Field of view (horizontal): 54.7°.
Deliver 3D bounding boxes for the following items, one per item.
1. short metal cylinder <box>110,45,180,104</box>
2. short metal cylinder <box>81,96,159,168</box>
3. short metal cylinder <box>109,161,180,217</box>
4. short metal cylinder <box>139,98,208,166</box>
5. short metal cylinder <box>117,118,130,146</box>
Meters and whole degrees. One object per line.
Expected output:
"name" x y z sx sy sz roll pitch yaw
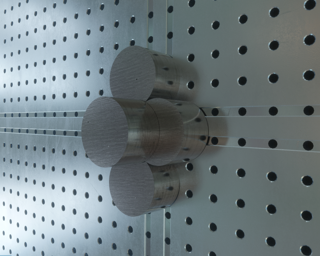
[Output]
"short metal cylinder" -0.021 -0.064 0.410 0.080 0.050 0.079 0 90 39
"short metal cylinder" -0.048 0.004 0.366 0.080 0.050 0.079 0 90 40
"short metal cylinder" -0.022 0.072 0.410 0.080 0.050 0.080 -2 87 39
"short metal cylinder" 0.012 0.004 0.383 0.080 0.050 0.080 0 90 40
"short metal cylinder" -0.053 0.004 0.437 0.080 0.050 0.079 0 90 40
